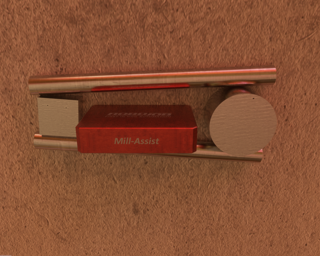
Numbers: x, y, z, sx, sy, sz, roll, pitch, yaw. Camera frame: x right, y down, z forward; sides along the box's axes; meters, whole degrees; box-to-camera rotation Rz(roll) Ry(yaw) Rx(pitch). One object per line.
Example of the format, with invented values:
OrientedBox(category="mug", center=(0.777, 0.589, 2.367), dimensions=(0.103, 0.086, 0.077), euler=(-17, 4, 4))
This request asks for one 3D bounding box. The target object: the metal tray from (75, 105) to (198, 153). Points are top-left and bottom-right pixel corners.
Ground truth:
OrientedBox(category="metal tray", center=(-0.025, -0.002, 0.374), dimensions=(0.131, 0.090, 0.030), euler=(0, 110, 0))

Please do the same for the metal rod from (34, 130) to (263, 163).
OrientedBox(category="metal rod", center=(-0.014, 0.026, 0.420), dimensions=(0.302, 0.025, 0.025), euler=(4, 110, -2))

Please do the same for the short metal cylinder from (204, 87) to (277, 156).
OrientedBox(category="short metal cylinder", center=(0.099, -0.011, 0.394), dimensions=(0.081, 0.050, 0.079), euler=(0, 110, 0))

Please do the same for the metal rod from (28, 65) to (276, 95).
OrientedBox(category="metal rod", center=(-0.009, -0.060, 0.389), dimensions=(0.302, 0.025, 0.025), euler=(-2, 110, 0))

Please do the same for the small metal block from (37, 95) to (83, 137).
OrientedBox(category="small metal block", center=(-0.129, -0.017, 0.404), dimensions=(0.050, 0.025, 0.050), euler=(4, 110, -2))
